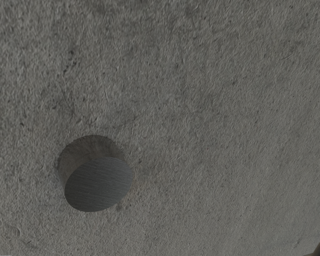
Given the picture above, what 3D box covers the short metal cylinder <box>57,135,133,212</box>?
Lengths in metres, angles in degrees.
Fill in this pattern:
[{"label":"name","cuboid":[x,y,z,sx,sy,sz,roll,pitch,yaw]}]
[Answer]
[{"label":"short metal cylinder","cuboid":[-0.080,0.055,0.380,0.081,0.050,0.080,-14,124,-21]}]
